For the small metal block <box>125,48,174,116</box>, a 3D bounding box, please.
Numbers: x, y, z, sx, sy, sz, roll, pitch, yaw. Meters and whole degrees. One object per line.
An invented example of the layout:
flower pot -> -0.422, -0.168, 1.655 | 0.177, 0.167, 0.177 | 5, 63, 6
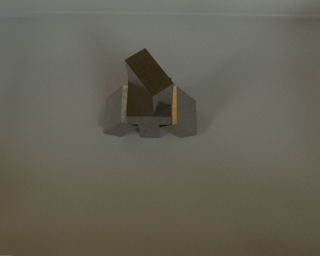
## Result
small metal block -> -0.011, -0.048, 0.331 | 0.025, 0.050, 0.050 | -34, 73, -11

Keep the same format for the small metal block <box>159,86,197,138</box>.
small metal block -> 0.024, -0.019, 0.399 | 0.025, 0.050, 0.050 | -13, 66, 32

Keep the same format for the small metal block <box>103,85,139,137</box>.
small metal block -> -0.049, -0.021, 0.398 | 0.025, 0.050, 0.050 | 13, 66, -31

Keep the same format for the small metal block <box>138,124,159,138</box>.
small metal block -> -0.013, -0.019, 0.401 | 0.025, 0.050, 0.050 | 1, 70, 0

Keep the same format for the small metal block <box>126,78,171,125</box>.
small metal block -> -0.012, -0.032, 0.365 | 0.050, 0.025, 0.050 | 1, 70, 0
